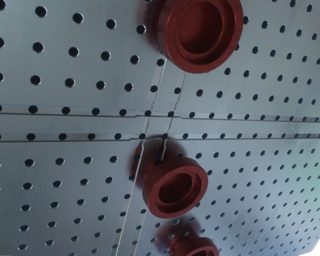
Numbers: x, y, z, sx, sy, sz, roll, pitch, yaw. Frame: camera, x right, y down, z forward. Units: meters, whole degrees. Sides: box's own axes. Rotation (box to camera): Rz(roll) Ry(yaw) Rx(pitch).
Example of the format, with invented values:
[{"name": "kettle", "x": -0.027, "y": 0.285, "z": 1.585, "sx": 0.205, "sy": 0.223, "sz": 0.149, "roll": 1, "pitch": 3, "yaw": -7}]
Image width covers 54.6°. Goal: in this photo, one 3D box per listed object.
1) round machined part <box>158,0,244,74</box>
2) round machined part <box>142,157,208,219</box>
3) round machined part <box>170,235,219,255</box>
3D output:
[{"name": "round machined part", "x": 0.042, "y": -0.115, "z": 0.351, "sx": 0.099, "sy": 0.042, "sz": 0.097, "roll": -14, "pitch": 124, "yaw": -21}, {"name": "round machined part", "x": 0.019, "y": 0.084, "z": 0.461, "sx": 0.099, "sy": 0.042, "sz": 0.097, "roll": -14, "pitch": 124, "yaw": -21}, {"name": "round machined part", "x": 0.058, "y": 0.239, "z": 0.579, "sx": 0.099, "sy": 0.042, "sz": 0.097, "roll": -14, "pitch": 124, "yaw": -21}]
